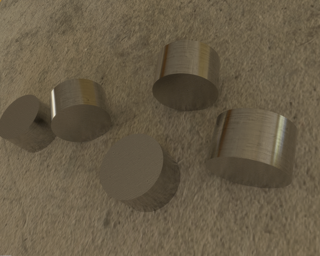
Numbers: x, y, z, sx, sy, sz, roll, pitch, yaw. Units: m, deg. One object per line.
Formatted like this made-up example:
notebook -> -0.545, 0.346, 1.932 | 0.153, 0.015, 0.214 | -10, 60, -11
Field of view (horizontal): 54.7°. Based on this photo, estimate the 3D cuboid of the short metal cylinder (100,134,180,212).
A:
short metal cylinder -> -0.023, 0.053, 0.366 | 0.080, 0.050, 0.080 | -13, 56, 20

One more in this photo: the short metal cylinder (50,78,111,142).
short metal cylinder -> -0.114, -0.024, 0.441 | 0.080, 0.080, 0.050 | -26, 53, 11

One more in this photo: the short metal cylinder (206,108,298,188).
short metal cylinder -> 0.091, 0.022, 0.307 | 0.080, 0.080, 0.050 | 4, 64, 29

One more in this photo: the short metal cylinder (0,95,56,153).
short metal cylinder -> -0.209, -0.007, 0.499 | 0.080, 0.050, 0.080 | -13, 56, 20

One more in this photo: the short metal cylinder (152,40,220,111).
short metal cylinder -> 0.034, -0.063, 0.389 | 0.080, 0.080, 0.050 | -6, 59, 25
